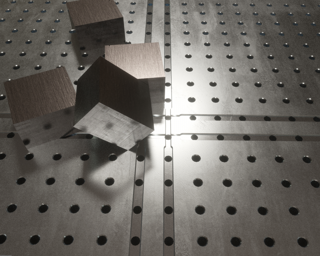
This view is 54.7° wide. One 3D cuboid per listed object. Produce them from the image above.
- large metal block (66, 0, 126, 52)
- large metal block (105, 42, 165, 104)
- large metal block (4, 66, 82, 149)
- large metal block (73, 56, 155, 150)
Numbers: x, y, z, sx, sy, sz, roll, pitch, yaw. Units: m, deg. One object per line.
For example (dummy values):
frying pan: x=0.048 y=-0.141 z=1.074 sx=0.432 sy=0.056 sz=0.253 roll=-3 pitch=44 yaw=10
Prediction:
large metal block: x=-0.113 y=-0.186 z=0.546 sx=0.081 sy=0.050 sz=0.080 roll=-16 pitch=52 yaw=-14
large metal block: x=-0.037 y=-0.080 z=0.458 sx=0.081 sy=0.050 sz=0.080 roll=-5 pitch=50 yaw=-5
large metal block: x=-0.152 y=-0.029 z=0.414 sx=0.081 sy=0.050 sz=0.080 roll=-20 pitch=53 yaw=-16
large metal block: x=-0.057 y=-0.030 z=0.389 sx=0.080 sy=0.050 sz=0.080 roll=28 pitch=38 yaw=-36
